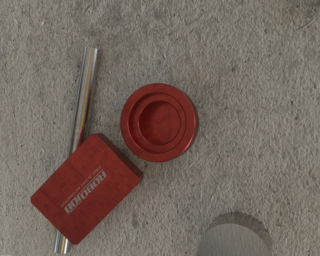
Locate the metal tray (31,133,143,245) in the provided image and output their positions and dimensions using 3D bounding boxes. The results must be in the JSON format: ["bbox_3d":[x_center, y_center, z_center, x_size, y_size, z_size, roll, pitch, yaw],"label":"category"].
[{"bbox_3d":[-0.099,0.081,0.423,0.090,0.030,0.130,45,96,2],"label":"metal tray"}]

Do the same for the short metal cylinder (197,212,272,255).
[{"bbox_3d":[0.089,0.145,0.364,0.080,0.050,0.080,0,90,20],"label":"short metal cylinder"}]

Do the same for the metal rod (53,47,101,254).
[{"bbox_3d":[-0.121,0.034,0.451,0.025,0.025,0.298,11,94,19],"label":"metal rod"}]

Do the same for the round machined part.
[{"bbox_3d":[0.002,-0.007,0.399,0.098,0.042,0.097,0,90,20],"label":"round machined part"}]
